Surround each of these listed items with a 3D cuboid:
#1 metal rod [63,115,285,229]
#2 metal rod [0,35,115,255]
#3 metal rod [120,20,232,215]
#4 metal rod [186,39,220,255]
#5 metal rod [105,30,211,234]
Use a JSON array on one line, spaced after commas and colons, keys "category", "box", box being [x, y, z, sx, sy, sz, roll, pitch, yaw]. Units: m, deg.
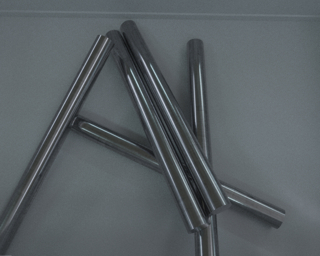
[{"category": "metal rod", "box": [0.008, 0.048, 0.392, 0.301, 0.025, 0.025, 24, 72, 8]}, {"category": "metal rod", "box": [-0.133, 0.019, 0.379, 0.025, 0.025, 0.299, 23, 80, 8]}, {"category": "metal rod", "box": [0.007, -0.034, 0.390, 0.025, 0.025, 0.299, -20, 60, -8]}, {"category": "metal rod", "box": [0.050, 0.010, 0.386, 0.025, 0.025, 0.299, 1, 62, 0]}, {"category": "metal rod", "box": [-0.015, -0.017, 0.385, 0.025, 0.025, 0.299, -20, 60, -8]}]
